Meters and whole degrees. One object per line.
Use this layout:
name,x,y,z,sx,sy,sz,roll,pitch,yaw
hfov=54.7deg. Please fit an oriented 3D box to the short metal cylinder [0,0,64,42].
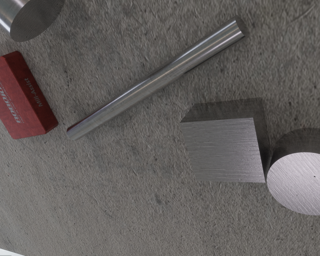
short metal cylinder,-0.162,-0.149,0.365,0.050,0.080,0.080,45,129,-3

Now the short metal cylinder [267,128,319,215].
short metal cylinder,0.161,0.046,0.334,0.080,0.050,0.079,13,124,21

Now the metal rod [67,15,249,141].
metal rod,-0.027,-0.046,0.392,0.299,0.025,0.025,-27,104,37

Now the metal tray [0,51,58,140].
metal tray,-0.231,-0.048,0.495,0.090,0.030,0.129,-9,114,32

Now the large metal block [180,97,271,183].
large metal block,0.078,0.015,0.359,0.080,0.050,0.080,-4,117,30
